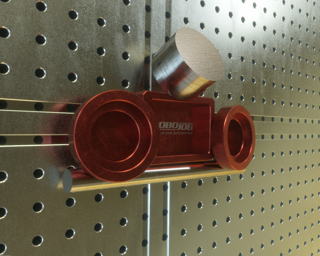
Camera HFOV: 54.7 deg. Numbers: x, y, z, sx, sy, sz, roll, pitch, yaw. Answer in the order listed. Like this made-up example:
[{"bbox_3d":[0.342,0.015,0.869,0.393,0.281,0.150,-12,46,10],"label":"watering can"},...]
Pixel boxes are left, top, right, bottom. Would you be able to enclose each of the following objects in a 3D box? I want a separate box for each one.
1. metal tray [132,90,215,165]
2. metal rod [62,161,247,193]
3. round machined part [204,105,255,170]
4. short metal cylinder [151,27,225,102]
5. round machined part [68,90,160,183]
[{"bbox_3d":[0.020,0.001,0.417,0.131,0.030,0.089,1,90,-40],"label":"metal tray"},{"bbox_3d":[0.019,0.059,0.420,0.302,0.025,0.025,2,89,-40],"label":"metal rod"},{"bbox_3d":[0.104,0.015,0.475,0.099,0.042,0.097,2,87,-47],"label":"round machined part"},{"bbox_3d":[0.036,-0.081,0.399,0.080,0.050,0.080,21,52,-29],"label":"short metal cylinder"},{"bbox_3d":[-0.053,0.009,0.343,0.099,0.042,0.097,2,87,-32],"label":"round machined part"}]
